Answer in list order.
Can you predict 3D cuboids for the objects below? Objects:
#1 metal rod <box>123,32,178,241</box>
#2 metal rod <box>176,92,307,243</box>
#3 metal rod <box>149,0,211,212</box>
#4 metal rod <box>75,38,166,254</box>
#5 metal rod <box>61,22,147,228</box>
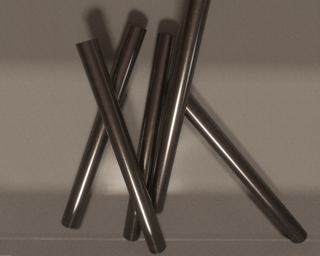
[{"bbox_3d":[-0.017,0.026,0.420,0.025,0.025,0.298,9,110,-4],"label":"metal rod"},{"bbox_3d":[0.117,0.059,0.434,0.025,0.025,0.300,-39,106,13],"label":"metal rod"},{"bbox_3d":[0.017,-0.014,0.382,0.025,0.025,0.298,9,119,-4],"label":"metal rod"},{"bbox_3d":[-0.043,0.037,0.396,0.025,0.025,0.298,-15,110,5],"label":"metal rod"},{"bbox_3d":[-0.081,0.010,0.413,0.025,0.025,0.298,20,109,-8],"label":"metal rod"}]
